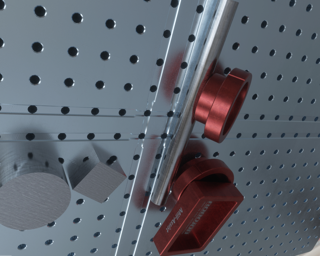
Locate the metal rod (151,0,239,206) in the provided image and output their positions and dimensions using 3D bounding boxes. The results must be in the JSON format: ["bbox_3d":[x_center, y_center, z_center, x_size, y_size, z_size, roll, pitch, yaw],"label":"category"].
[{"bbox_3d":[0.039,-0.019,0.420,0.025,0.025,0.298,3,117,-30],"label":"metal rod"}]

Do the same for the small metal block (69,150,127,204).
[{"bbox_3d":[-0.081,0.065,0.407,0.050,0.025,0.050,-47,129,4],"label":"small metal block"}]

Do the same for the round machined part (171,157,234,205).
[{"bbox_3d":[0.062,0.084,0.481,0.099,0.042,0.097,-16,132,-19],"label":"round machined part"}]

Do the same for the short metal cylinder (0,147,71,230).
[{"bbox_3d":[-0.149,0.069,0.357,0.081,0.050,0.079,-14,124,-21],"label":"short metal cylinder"}]

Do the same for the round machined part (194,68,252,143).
[{"bbox_3d":[0.079,-0.033,0.403,0.098,0.042,0.097,-53,158,-31],"label":"round machined part"}]

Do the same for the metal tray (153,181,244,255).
[{"bbox_3d":[0.057,0.139,0.471,0.091,0.030,0.129,10,121,-36],"label":"metal tray"}]
